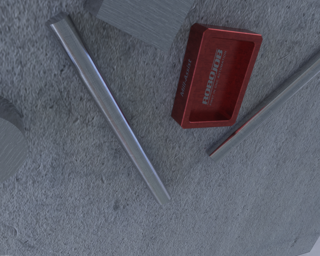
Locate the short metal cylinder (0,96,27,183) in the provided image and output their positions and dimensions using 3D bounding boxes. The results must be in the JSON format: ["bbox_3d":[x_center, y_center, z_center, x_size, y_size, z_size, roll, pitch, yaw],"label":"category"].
[{"bbox_3d":[-0.175,0.011,0.302,0.081,0.050,0.079,-14,125,-21],"label":"short metal cylinder"}]

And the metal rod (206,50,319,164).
[{"bbox_3d":[0.192,-0.053,0.481,0.300,0.025,0.025,-42,130,0],"label":"metal rod"}]

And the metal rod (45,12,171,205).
[{"bbox_3d":[-0.046,0.002,0.384,0.025,0.025,0.299,-32,129,-8],"label":"metal rod"}]

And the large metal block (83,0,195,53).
[{"bbox_3d":[-0.016,-0.132,0.301,0.081,0.050,0.080,18,109,-36],"label":"large metal block"}]

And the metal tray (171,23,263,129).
[{"bbox_3d":[0.072,-0.064,0.405,0.091,0.030,0.129,-3,120,-27],"label":"metal tray"}]
